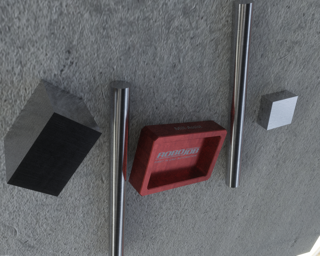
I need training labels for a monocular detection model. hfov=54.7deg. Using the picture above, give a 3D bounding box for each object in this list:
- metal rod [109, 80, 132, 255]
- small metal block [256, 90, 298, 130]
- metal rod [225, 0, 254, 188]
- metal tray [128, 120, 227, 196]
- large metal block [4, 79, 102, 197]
[{"bbox_3d":[-0.058,0.079,0.425,0.025,0.025,0.298,-9,123,-24],"label":"metal rod"},{"bbox_3d":[0.186,-0.029,0.493,0.050,0.025,0.050,-14,124,-21],"label":"small metal block"},{"bbox_3d":[0.112,-0.028,0.453,0.025,0.025,0.298,-19,126,-18],"label":"metal rod"},{"bbox_3d":[0.027,0.039,0.430,0.131,0.030,0.089,-5,121,-37],"label":"metal tray"},{"bbox_3d":[-0.113,0.008,0.316,0.050,0.080,0.080,29,102,-38],"label":"large metal block"}]
